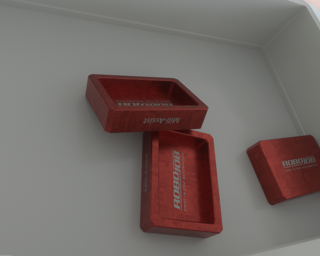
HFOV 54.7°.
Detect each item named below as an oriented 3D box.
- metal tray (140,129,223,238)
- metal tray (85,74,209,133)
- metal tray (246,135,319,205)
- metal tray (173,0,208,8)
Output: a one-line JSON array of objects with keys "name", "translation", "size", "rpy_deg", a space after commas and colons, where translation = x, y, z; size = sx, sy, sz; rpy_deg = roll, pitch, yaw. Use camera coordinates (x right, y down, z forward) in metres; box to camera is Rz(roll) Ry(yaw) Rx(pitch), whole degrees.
[{"name": "metal tray", "translation": [0.025, 0.062, 0.379], "size": [0.091, 0.030, 0.130], "rpy_deg": [13, 56, -21]}, {"name": "metal tray", "translation": [-0.017, -0.033, 0.389], "size": [0.131, 0.030, 0.090], "rpy_deg": [-3, 34, -30]}, {"name": "metal tray", "translation": [0.205, 0.061, 0.479], "size": [0.131, 0.030, 0.090], "rpy_deg": [-4, 64, -30]}, {"name": "metal tray", "translation": [0.035, -0.300, 0.609], "size": [0.091, 0.030, 0.130], "rpy_deg": [-31, 79, -38]}]
